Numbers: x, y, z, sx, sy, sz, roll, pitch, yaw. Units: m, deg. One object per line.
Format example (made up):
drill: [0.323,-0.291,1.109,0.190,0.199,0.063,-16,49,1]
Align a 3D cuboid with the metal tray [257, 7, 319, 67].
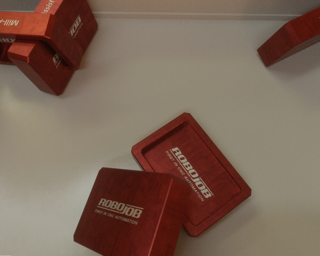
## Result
metal tray: [0.210,-0.135,0.423,0.131,0.090,0.030,-26,86,-9]

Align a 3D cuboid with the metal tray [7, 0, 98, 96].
metal tray: [-0.136,-0.120,0.416,0.030,0.090,0.130,17,70,14]

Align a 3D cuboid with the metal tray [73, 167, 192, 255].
metal tray: [-0.034,0.092,0.328,0.030,0.130,0.090,33,66,-36]

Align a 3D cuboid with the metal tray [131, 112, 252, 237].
metal tray: [0.036,0.056,0.386,0.090,0.030,0.130,-34,74,-12]

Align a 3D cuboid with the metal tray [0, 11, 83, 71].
metal tray: [-0.179,-0.112,0.404,0.131,0.090,0.030,6,76,10]
